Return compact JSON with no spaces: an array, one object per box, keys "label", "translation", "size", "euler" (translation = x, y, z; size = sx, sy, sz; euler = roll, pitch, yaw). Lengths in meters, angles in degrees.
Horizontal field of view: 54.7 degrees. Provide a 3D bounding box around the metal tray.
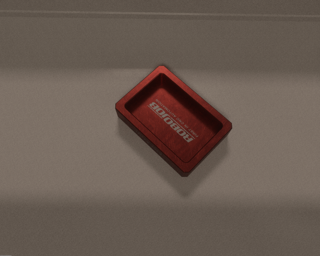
[{"label":"metal tray","translation":[0.017,-0.011,0.411],"size":[0.130,0.030,0.090],"euler":[43,75,13]}]
